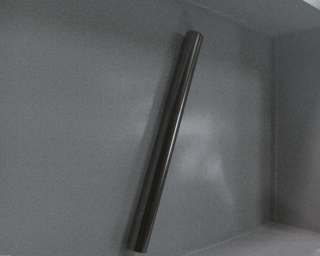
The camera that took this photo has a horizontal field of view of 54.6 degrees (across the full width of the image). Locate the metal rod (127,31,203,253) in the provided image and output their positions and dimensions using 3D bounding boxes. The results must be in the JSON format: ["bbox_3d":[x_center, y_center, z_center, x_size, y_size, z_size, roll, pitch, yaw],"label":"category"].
[{"bbox_3d":[0.011,0.008,0.411,0.025,0.025,0.299,25,74,-37],"label":"metal rod"}]
